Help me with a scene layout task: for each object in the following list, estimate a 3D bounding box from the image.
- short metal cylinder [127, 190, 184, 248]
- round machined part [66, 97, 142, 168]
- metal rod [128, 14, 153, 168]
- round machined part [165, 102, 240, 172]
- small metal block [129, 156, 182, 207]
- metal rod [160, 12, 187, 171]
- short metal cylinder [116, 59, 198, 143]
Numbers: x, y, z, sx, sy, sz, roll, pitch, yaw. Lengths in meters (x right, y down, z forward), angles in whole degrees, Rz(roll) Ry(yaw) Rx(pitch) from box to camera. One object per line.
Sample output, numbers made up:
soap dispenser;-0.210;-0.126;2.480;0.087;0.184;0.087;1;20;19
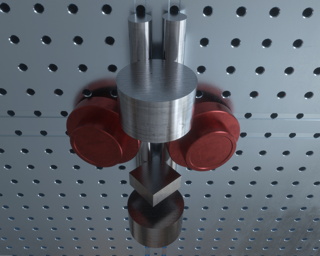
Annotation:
short metal cylinder;-0.006;0.126;0.454;0.081;0.080;0.050;1;130;-1
round machined part;-0.074;0.012;0.394;0.098;0.042;0.097;9;131;10
metal rod;-0.022;0.002;0.411;0.025;0.025;0.298;0;130;-1
round machined part;0.058;0.018;0.399;0.099;0.042;0.097;-10;132;-11
small metal block;-0.007;0.072;0.425;0.050;0.050;0.025;-29;139;-32
metal rod;0.013;0.000;0.411;0.025;0.025;0.298;0;130;-1
short metal cylinder;-0.003;-0.030;0.321;0.081;0.080;0.050;1;130;-1
